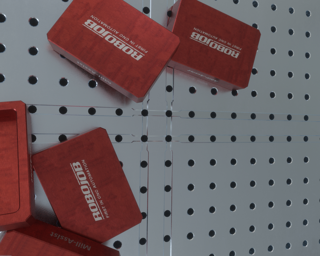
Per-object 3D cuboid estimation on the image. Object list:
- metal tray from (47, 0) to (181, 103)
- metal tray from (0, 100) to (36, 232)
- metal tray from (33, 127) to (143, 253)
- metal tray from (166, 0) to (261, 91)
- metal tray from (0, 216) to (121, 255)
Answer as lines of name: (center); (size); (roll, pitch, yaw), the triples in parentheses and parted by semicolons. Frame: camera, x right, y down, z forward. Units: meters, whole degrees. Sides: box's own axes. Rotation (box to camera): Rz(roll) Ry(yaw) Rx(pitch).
metal tray: (-0.053, -0.102, 0.372); (0.130, 0.030, 0.090); (33, 79, -2)
metal tray: (-0.178, 0.038, 0.311); (0.091, 0.030, 0.130); (-6, 65, -16)
metal tray: (-0.087, 0.074, 0.378); (0.091, 0.030, 0.129); (-24, 98, -19)
metal tray: (0.072, -0.115, 0.436); (0.131, 0.030, 0.090); (17, 84, -19)
metal tray: (-0.121, 0.161, 0.348); (0.131, 0.030, 0.090); (29, 103, -18)
